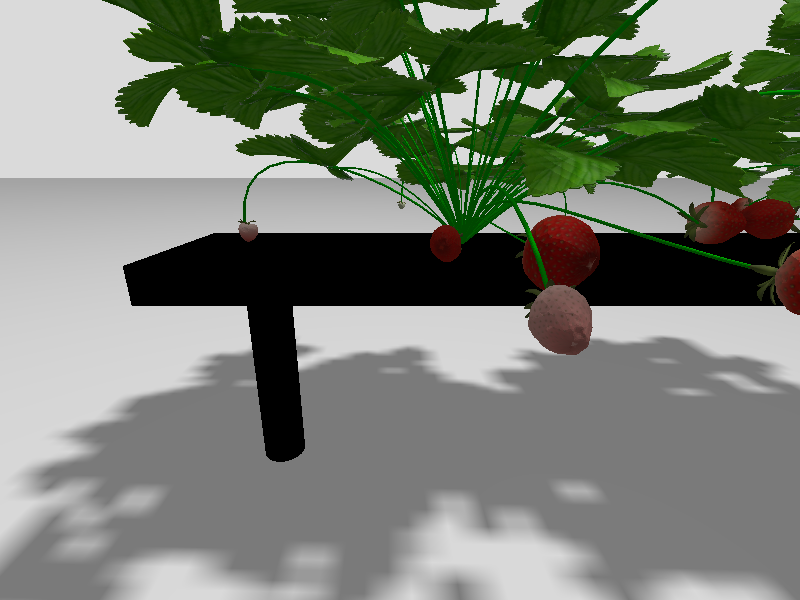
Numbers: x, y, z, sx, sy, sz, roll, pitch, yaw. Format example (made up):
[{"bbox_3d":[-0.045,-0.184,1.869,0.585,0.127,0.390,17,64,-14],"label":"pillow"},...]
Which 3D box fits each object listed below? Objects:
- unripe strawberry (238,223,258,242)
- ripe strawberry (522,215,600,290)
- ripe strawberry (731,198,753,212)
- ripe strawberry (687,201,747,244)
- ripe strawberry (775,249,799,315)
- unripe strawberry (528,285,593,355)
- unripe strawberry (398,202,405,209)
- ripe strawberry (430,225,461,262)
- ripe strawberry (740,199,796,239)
[{"bbox_3d":[-0.133,-0.060,0.352,0.017,0.016,0.015,0,18,1],"label":"unripe strawberry"},{"bbox_3d":[0.089,-0.024,0.216,0.040,0.042,0.043,-4,20,-13],"label":"ripe strawberry"},{"bbox_3d":[0.465,-0.127,0.545,0.027,0.024,0.024,-4,5,-10],"label":"ripe strawberry"},{"bbox_3d":[0.270,-0.065,0.340,0.037,0.036,0.040,1,19,2],"label":"ripe strawberry"},{"bbox_3d":[0.185,-0.008,0.172,0.038,0.034,0.034,-13,23,-33],"label":"ripe strawberry"},{"bbox_3d":[0.057,0.008,0.140,0.022,0.025,0.024,0,33,0],"label":"unripe strawberry"},{"bbox_3d":[0.002,-0.121,0.515,0.009,0.010,0.010,-5,19,-16],"label":"unripe strawberry"},{"bbox_3d":[0.031,-0.039,0.279,0.023,0.026,0.025,6,20,17],"label":"ripe strawberry"},{"bbox_3d":[0.333,-0.074,0.368,0.036,0.036,0.040,2,19,7],"label":"ripe strawberry"}]
